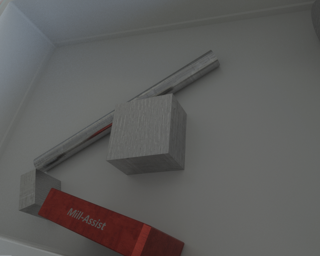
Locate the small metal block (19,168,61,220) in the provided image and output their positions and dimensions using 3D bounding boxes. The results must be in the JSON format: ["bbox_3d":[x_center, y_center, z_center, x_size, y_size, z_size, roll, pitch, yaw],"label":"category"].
[{"bbox_3d":[-0.160,0.090,0.416,0.025,0.050,0.050,-25,53,13],"label":"small metal block"}]

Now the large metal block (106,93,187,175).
[{"bbox_3d":[-0.014,0.010,0.390,0.080,0.050,0.080,-9,58,23],"label":"large metal block"}]

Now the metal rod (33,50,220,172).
[{"bbox_3d":[-0.052,-0.020,0.443,0.300,0.025,0.025,-31,52,7],"label":"metal rod"}]

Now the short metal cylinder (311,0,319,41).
[{"bbox_3d":[0.208,-0.114,0.331,0.050,0.080,0.080,-28,52,10],"label":"short metal cylinder"}]

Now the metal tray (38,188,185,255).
[{"bbox_3d":[-0.050,0.105,0.324,0.130,0.090,0.030,10,67,32],"label":"metal tray"}]
